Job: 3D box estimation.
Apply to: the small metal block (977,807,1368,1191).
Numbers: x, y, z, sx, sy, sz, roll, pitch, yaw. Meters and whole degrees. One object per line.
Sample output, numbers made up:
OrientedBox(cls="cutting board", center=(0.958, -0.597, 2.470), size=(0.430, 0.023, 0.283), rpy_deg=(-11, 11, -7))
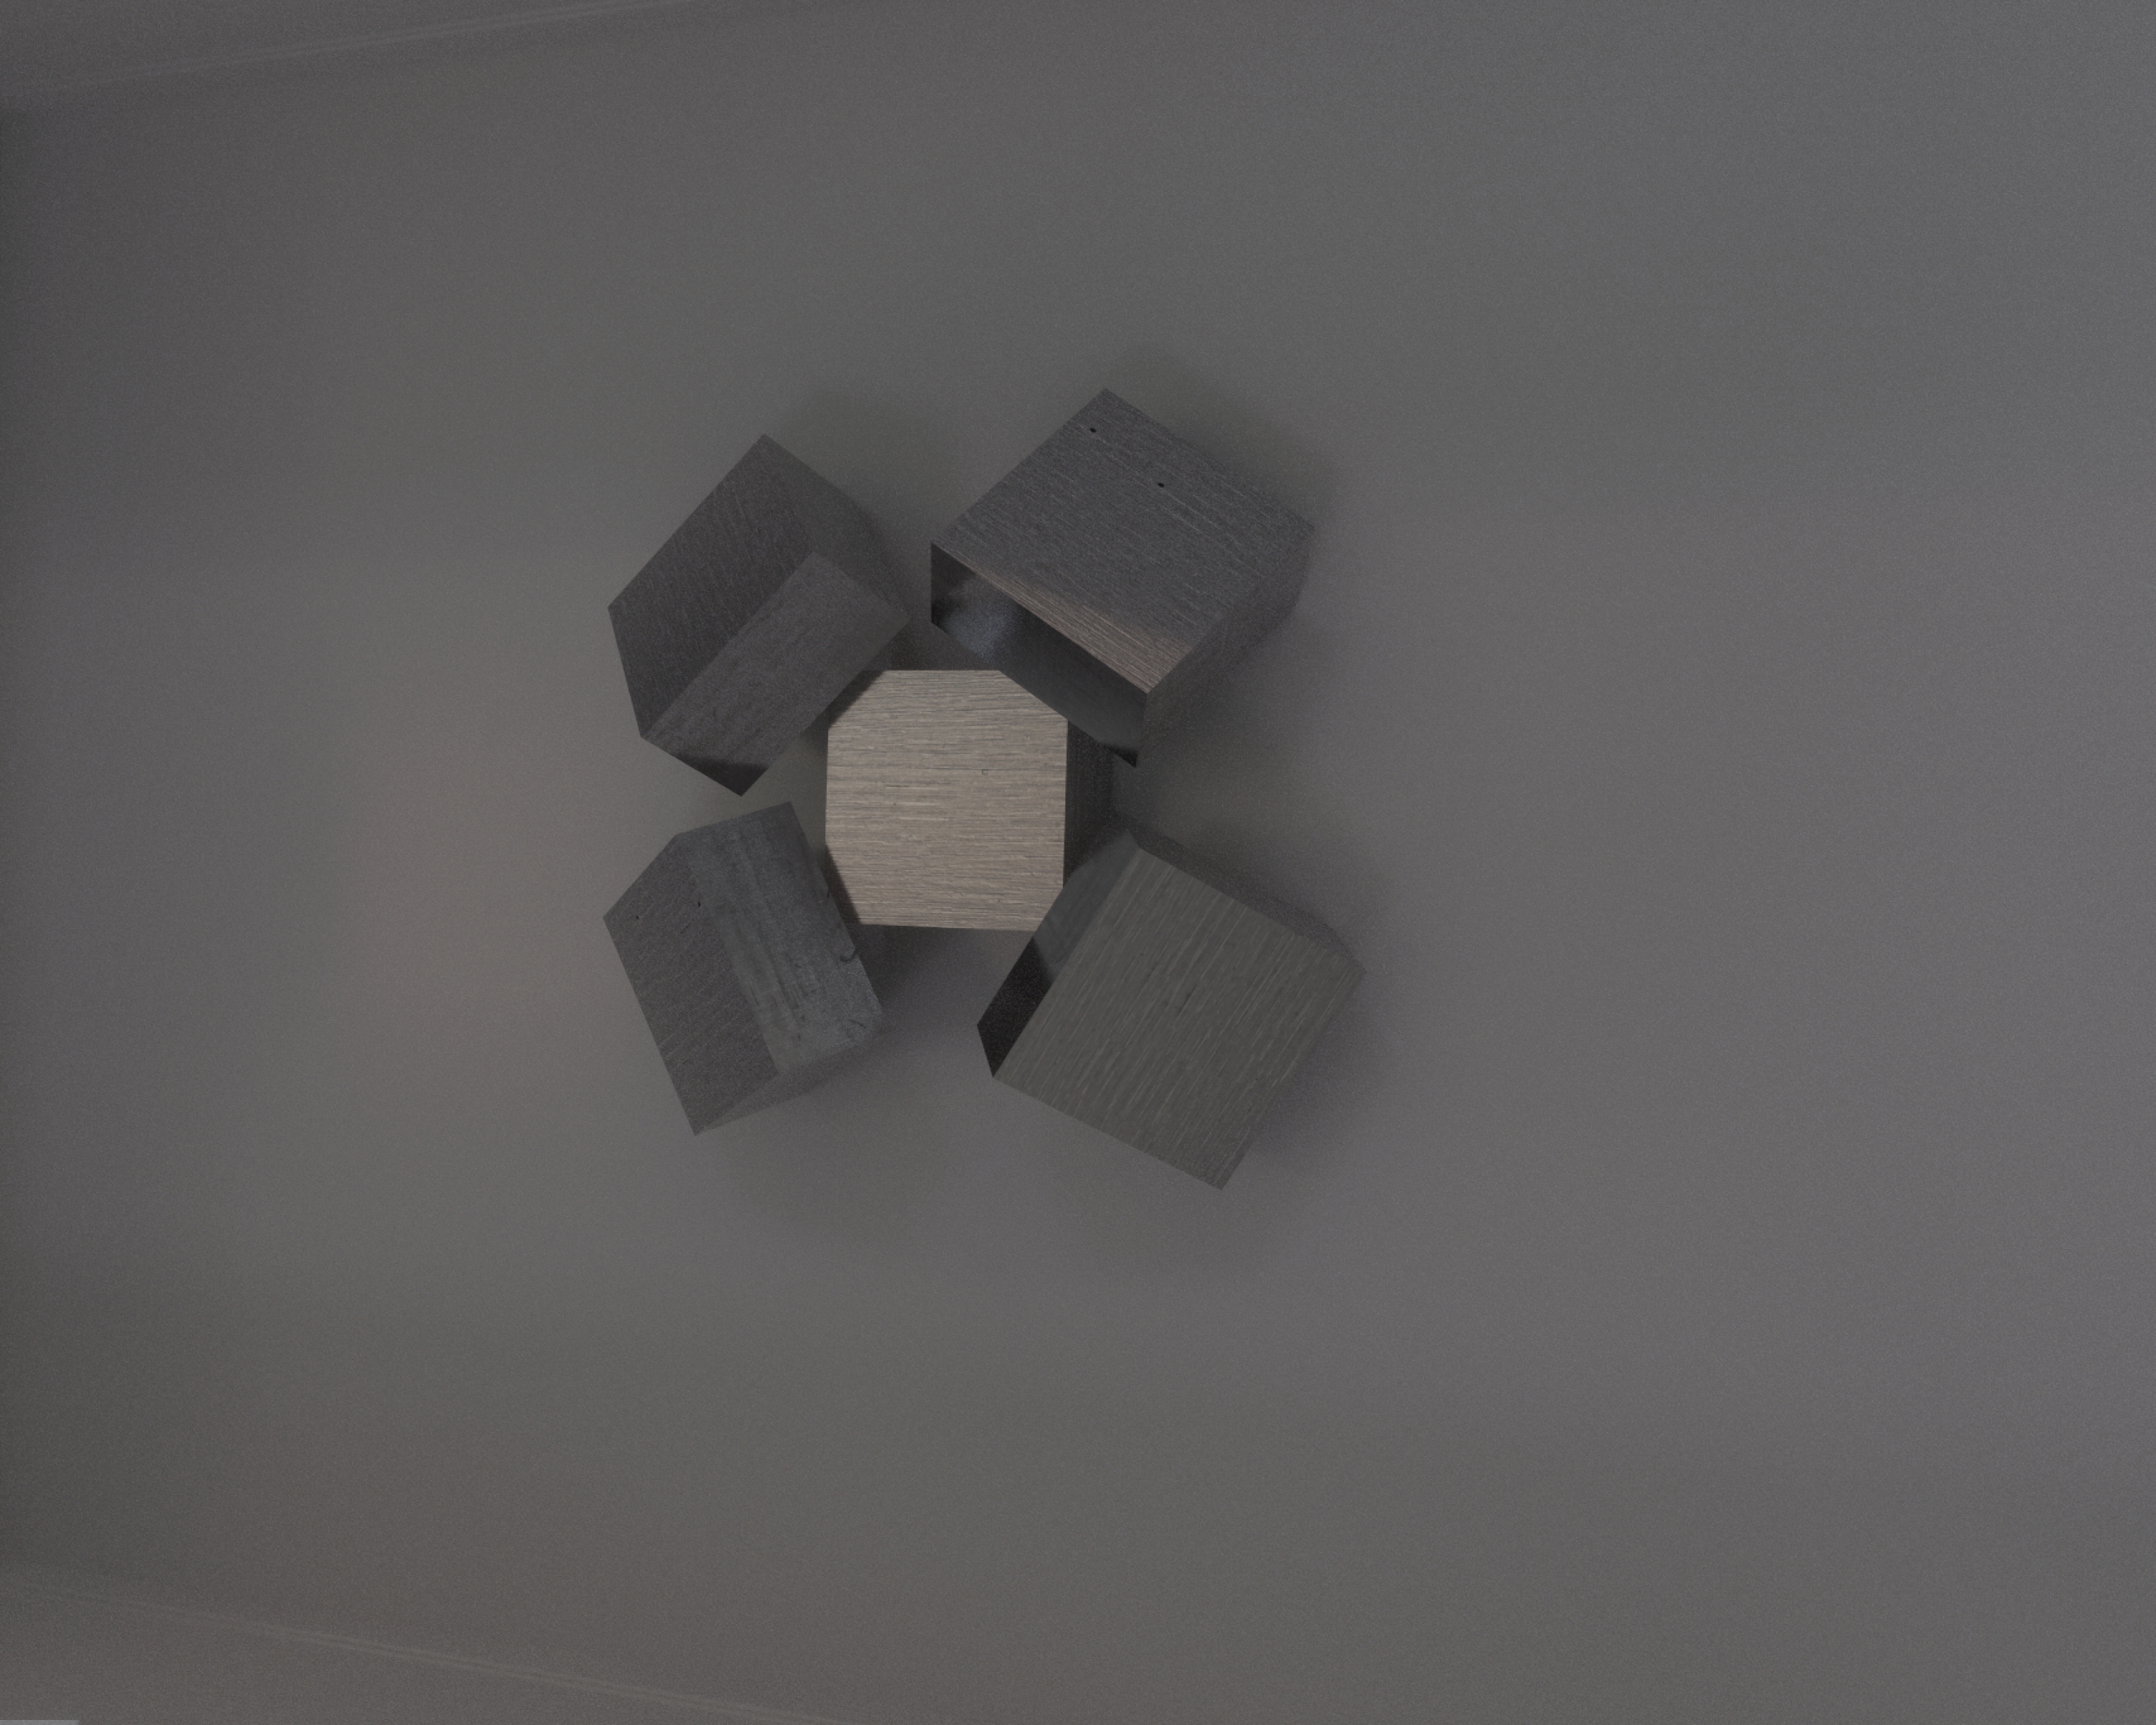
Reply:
OrientedBox(cls="small metal block", center=(0.017, 0.026, 0.390), size=(0.050, 0.025, 0.050), rpy_deg=(29, 101, -17))

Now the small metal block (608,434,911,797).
OrientedBox(cls="small metal block", center=(-0.065, -0.050, 0.418), size=(0.050, 0.025, 0.050), rpy_deg=(-44, 39, 15))

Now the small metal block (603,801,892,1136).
OrientedBox(cls="small metal block", center=(-0.068, 0.022, 0.420), size=(0.050, 0.025, 0.050), rpy_deg=(-36, 76, 55))

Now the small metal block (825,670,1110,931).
OrientedBox(cls="small metal block", center=(-0.022, -0.012, 0.415), size=(0.050, 0.025, 0.050), rpy_deg=(2, 91, 20))

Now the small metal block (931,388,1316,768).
OrientedBox(cls="small metal block", center=(0.008, -0.054, 0.393), size=(0.050, 0.025, 0.050), rpy_deg=(37, 64, 16))
